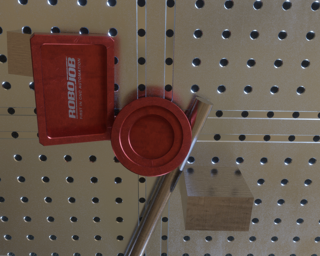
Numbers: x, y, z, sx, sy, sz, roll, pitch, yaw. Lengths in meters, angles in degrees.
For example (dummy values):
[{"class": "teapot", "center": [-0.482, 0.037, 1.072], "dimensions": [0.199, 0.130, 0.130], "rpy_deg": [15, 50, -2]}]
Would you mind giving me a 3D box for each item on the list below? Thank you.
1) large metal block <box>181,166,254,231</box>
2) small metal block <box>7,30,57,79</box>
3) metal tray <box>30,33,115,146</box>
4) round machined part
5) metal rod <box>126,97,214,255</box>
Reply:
[{"class": "large metal block", "center": [0.072, 0.092, 0.419], "dimensions": [0.081, 0.080, 0.050], "rpy_deg": [2, 110, -1]}, {"class": "small metal block", "center": [-0.155, -0.090, 0.378], "dimensions": [0.050, 0.025, 0.050], "rpy_deg": [7, 110, -3]}, {"class": "metal tray", "center": [-0.103, -0.046, 0.375], "dimensions": [0.091, 0.030, 0.129], "rpy_deg": [-5, 112, -21]}, {"class": "round machined part", "center": [-0.011, 0.012, 0.395], "dimensions": [0.099, 0.042, 0.097], "rpy_deg": [0, 85, -2]}, {"class": "metal rod", "center": [0.004, 0.095, 0.448], "dimensions": [0.025, 0.025, 0.298], "rpy_deg": [20, 109, -8]}]
